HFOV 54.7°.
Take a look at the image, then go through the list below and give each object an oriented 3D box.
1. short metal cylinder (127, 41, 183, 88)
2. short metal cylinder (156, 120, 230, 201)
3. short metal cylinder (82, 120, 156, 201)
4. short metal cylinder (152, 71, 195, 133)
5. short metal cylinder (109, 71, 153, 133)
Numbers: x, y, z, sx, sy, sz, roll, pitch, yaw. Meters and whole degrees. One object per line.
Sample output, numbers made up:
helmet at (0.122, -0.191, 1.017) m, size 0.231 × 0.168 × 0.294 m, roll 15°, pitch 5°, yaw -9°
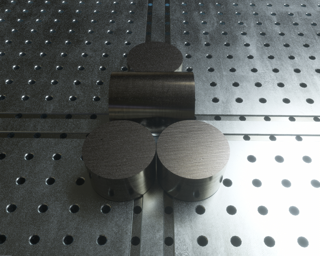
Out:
short metal cylinder at (-0.007, -0.085, 0.462) m, size 0.081 × 0.050 × 0.080 m, roll 0°, pitch 50°, yaw 0°
short metal cylinder at (0.036, 0.037, 0.359) m, size 0.081 × 0.050 × 0.080 m, roll 0°, pitch 50°, yaw 0°
short metal cylinder at (-0.045, 0.037, 0.358) m, size 0.081 × 0.050 × 0.080 m, roll 0°, pitch 50°, yaw 0°
short metal cylinder at (0.016, -0.033, 0.400) m, size 0.050 × 0.080 × 0.080 m, roll 0°, pitch 50°, yaw 0°
short metal cylinder at (-0.035, -0.033, 0.400) m, size 0.050 × 0.080 × 0.080 m, roll 0°, pitch 50°, yaw 0°
